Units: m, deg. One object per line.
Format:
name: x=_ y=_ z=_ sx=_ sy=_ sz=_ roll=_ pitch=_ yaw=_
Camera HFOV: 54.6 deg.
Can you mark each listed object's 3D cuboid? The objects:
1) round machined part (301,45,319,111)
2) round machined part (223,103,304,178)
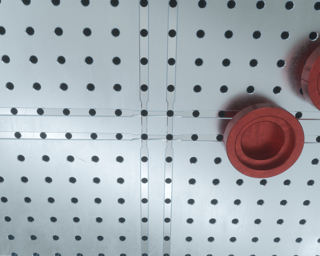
round machined part: x=0.223 y=-0.065 z=0.382 sx=0.099 sy=0.042 sz=0.097 roll=0 pitch=110 yaw=0
round machined part: x=0.133 y=0.014 z=0.410 sx=0.099 sy=0.042 sz=0.097 roll=0 pitch=110 yaw=0
